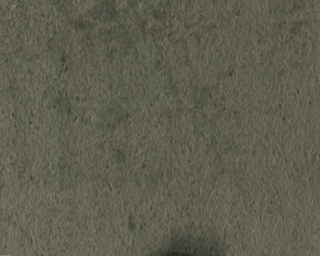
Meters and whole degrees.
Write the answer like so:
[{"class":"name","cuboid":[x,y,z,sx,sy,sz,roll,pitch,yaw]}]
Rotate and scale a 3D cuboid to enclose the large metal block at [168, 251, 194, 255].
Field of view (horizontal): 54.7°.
[{"class":"large metal block","cuboid":[0.044,0.215,0.398,0.080,0.050,0.080,11,90,-1]}]
